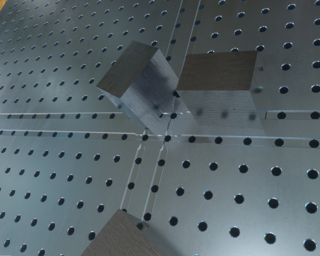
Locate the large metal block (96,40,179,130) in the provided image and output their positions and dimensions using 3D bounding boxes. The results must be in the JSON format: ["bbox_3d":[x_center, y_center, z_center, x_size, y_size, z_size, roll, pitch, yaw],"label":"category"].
[{"bbox_3d":[-0.025,-0.057,0.422,0.050,0.080,0.080,28,77,37],"label":"large metal block"}]

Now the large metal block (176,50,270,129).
[{"bbox_3d":[0.076,-0.042,0.359,0.080,0.080,0.050,4,64,30],"label":"large metal block"}]

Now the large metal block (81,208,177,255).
[{"bbox_3d":[-0.033,0.146,0.321,0.080,0.050,0.080,33,80,38],"label":"large metal block"}]
